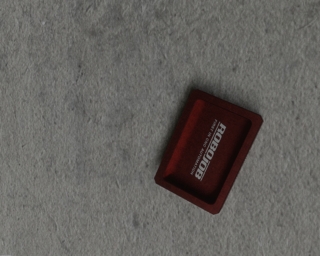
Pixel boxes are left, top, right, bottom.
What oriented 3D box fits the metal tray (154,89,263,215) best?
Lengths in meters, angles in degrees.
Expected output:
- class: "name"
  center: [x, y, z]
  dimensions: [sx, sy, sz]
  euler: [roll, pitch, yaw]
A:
- class: "metal tray"
  center: [0.059, 0.028, 0.385]
  dimensions: [0.090, 0.030, 0.129]
  euler: [26, 98, 18]
